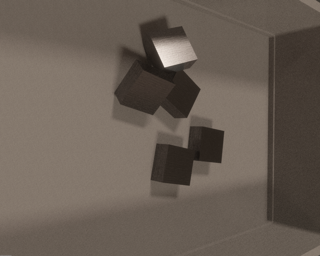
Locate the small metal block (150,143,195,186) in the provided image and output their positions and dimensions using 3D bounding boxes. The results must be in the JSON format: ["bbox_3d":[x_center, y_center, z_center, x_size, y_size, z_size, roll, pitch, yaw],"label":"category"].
[{"bbox_3d":[0.018,0.050,0.424,0.050,0.025,0.050,15,80,-39],"label":"small metal block"}]

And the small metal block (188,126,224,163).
[{"bbox_3d":[0.069,0.026,0.467,0.050,0.025,0.050,11,83,-40],"label":"small metal block"}]

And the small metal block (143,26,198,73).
[{"bbox_3d":[0.013,-0.100,0.401,0.050,0.025,0.050,-19,80,-25],"label":"small metal block"}]

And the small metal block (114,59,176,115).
[{"bbox_3d":[-0.018,-0.048,0.376,0.050,0.025,0.050,17,120,-39],"label":"small metal block"}]

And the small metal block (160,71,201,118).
[{"bbox_3d":[0.023,-0.048,0.428,0.050,0.025,0.050,41,65,-33],"label":"small metal block"}]
